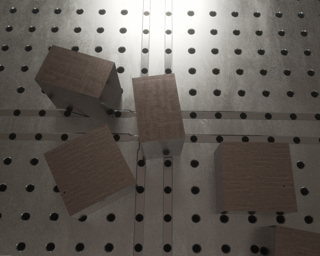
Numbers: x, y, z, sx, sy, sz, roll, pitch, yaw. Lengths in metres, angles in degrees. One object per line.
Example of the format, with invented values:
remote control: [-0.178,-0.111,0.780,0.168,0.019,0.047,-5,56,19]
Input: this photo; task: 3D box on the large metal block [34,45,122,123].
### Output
large metal block: [-0.100,-0.054,0.401,0.080,0.080,0.050,17,71,5]

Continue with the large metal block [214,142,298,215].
large metal block: [0.112,0.063,0.377,0.081,0.050,0.080,1,70,0]

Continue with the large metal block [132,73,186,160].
large metal block: [-0.003,-0.011,0.387,0.050,0.080,0.080,-7,70,-3]

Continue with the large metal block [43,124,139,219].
large metal block: [-0.081,0.054,0.378,0.080,0.050,0.080,-27,73,-10]

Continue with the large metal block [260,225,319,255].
large metal block: [0.158,0.157,0.343,0.080,0.050,0.080,10,70,3]
